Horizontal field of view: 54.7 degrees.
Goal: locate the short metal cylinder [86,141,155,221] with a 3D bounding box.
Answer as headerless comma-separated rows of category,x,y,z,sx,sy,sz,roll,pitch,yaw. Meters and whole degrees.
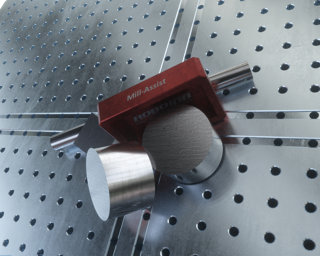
short metal cylinder,-0.047,0.058,0.348,0.050,0.079,0.080,-9,45,-28

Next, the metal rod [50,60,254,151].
metal rod,-0.023,-0.025,0.431,0.301,0.025,0.025,-19,54,16

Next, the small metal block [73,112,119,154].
small metal block,-0.081,0.014,0.421,0.050,0.025,0.050,33,96,19

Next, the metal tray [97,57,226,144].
metal tray,0.004,-0.021,0.373,0.130,0.090,0.030,-24,53,13

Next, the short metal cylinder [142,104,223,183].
short metal cylinder,0.027,0.019,0.355,0.080,0.050,0.080,-8,67,21
